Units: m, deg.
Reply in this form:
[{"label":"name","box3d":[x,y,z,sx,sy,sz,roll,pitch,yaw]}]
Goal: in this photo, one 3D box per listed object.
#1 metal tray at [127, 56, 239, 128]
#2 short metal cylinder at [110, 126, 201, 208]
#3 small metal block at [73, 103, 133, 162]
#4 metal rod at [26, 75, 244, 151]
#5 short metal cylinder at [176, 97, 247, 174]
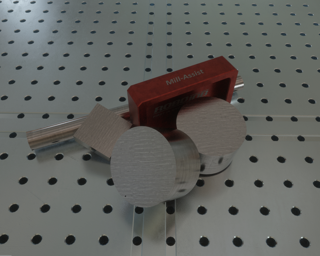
[{"label":"metal tray","box3d":[0.028,-0.029,0.385,0.131,0.089,0.030,-21,53,-17]},{"label":"short metal cylinder","box3d":[-0.005,0.039,0.326,0.080,0.080,0.050,40,19,28]},{"label":"small metal block","box3d":[-0.069,0.006,0.381,0.050,0.025,0.050,32,71,1]},{"label":"metal rod","box3d":[-0.023,-0.026,0.424,0.302,0.025,0.025,-17,52,-14]},{"label":"short metal cylinder","box3d":[0.057,0.009,0.373,0.081,0.050,0.080,2,58,-4]}]
